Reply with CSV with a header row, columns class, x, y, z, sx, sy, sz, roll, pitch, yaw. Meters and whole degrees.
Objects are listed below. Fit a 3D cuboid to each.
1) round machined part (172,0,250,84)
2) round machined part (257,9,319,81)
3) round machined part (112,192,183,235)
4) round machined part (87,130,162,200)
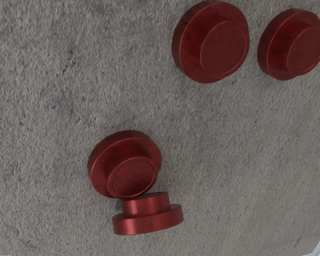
class,x,y,z,sx,sy,sz,roll,pitch,yaw
round machined part,0.067,-0.099,0.371,0.099,0.042,0.097,-14,124,-21
round machined part,0.188,-0.111,0.430,0.099,0.042,0.097,-14,124,-21
round machined part,-0.019,0.116,0.434,0.099,0.098,0.042,-6,82,-25
round machined part,-0.042,0.055,0.407,0.099,0.042,0.097,-14,124,-21
